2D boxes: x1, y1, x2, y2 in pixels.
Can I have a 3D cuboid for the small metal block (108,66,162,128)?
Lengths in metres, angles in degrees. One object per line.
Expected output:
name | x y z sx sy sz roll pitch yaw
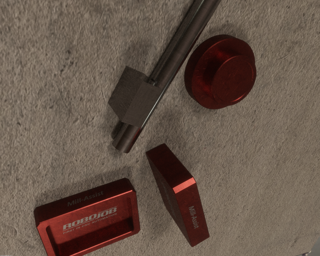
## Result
small metal block | -0.030 -0.036 0.353 0.025 0.050 0.050 18 109 -36

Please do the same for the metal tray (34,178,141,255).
metal tray | -0.096 0.130 0.432 0.131 0.030 0.089 -16 125 -20

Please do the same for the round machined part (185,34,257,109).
round machined part | 0.085 -0.068 0.402 0.099 0.042 0.097 -14 125 -21

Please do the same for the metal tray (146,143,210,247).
metal tray | 0.026 0.096 0.439 0.030 0.090 0.129 -27 128 -12

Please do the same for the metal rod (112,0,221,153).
metal rod | 0.026 -0.098 0.361 0.025 0.025 0.299 22 107 -37
